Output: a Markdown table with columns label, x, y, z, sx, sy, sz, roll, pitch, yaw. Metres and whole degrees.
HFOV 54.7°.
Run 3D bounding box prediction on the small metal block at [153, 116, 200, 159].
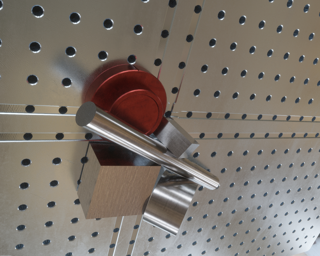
| label | x | y | z | sx | sy | sz | roll | pitch | yaw |
| --- | --- | --- | --- | --- | --- | --- | --- | --- | --- |
| small metal block | 0.021 | 0.013 | 0.404 | 0.025 | 0.050 | 0.050 | -48 | 164 | 9 |

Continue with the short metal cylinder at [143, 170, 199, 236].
| label | x | y | z | sx | sy | sz | roll | pitch | yaw |
| --- | --- | --- | --- | --- | --- | --- | --- | --- | --- |
| short metal cylinder | 0.016 | 0.106 | 0.444 | 0.080 | 0.050 | 0.080 | 22 | 92 | -79 |

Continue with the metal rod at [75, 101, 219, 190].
| label | x | y | z | sx | sy | sz | roll | pitch | yaw |
| --- | --- | --- | --- | --- | --- | --- | --- | --- | --- |
| metal rod | 0.010 | 0.039 | 0.400 | 0.025 | 0.025 | 0.301 | -49 | 142 | 6 |

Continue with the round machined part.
| label | x | y | z | sx | sy | sz | roll | pitch | yaw |
| --- | --- | --- | --- | --- | --- | --- | --- | --- | --- |
| round machined part | -0.035 | -0.022 | 0.368 | 0.099 | 0.042 | 0.097 | -14 | 125 | -21 |

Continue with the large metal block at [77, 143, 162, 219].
| label | x | y | z | sx | sy | sz | roll | pitch | yaw |
| --- | --- | --- | --- | --- | --- | --- | --- | --- | --- |
| large metal block | -0.055 | 0.068 | 0.405 | 0.081 | 0.050 | 0.079 | 5 | 116 | -31 |
